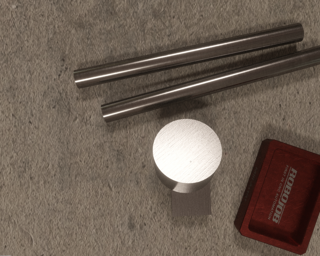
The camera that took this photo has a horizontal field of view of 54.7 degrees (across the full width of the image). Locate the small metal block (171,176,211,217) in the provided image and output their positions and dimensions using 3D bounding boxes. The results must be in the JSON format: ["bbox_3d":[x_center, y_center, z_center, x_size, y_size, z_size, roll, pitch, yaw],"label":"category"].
[{"bbox_3d":[0.040,0.088,0.411,0.050,0.025,0.050,-3,90,-1],"label":"small metal block"}]

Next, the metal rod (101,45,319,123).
[{"bbox_3d":[0.072,-0.059,0.410,0.302,0.025,0.025,-15,90,-1],"label":"metal rod"}]

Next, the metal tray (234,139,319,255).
[{"bbox_3d":[0.163,0.089,0.409,0.090,0.030,0.129,19,90,-1],"label":"metal tray"}]

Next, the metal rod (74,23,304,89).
[{"bbox_3d":[0.038,-0.096,0.410,0.302,0.025,0.025,-12,90,-1],"label":"metal rod"}]

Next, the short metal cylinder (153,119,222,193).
[{"bbox_3d":[0.032,0.035,0.384,0.081,0.050,0.080,0,65,0],"label":"short metal cylinder"}]
